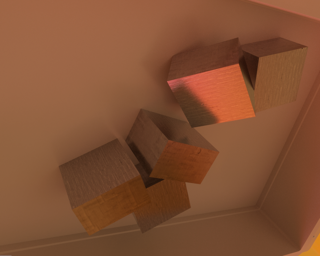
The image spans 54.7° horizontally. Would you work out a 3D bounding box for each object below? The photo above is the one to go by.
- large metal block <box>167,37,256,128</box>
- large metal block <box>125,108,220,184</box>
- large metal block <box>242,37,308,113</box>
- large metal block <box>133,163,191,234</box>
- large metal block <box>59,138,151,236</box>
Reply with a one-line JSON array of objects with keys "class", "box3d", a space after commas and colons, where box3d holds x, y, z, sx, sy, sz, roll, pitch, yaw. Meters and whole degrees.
[{"class": "large metal block", "box3d": [0.065, -0.051, 0.373, 0.080, 0.050, 0.080, -11, 134, 24]}, {"class": "large metal block", "box3d": [0.014, 0.023, 0.397, 0.081, 0.080, 0.050, 15, 111, -35]}, {"class": "large metal block", "box3d": [0.147, -0.074, 0.430, 0.081, 0.050, 0.079, -16, 125, -20]}, {"class": "large metal block", "box3d": [-0.008, 0.092, 0.447, 0.081, 0.050, 0.080, -24, 128, -14]}, {"class": "large metal block", "box3d": [-0.068, 0.068, 0.379, 0.080, 0.080, 0.050, -26, 128, -13]}]
